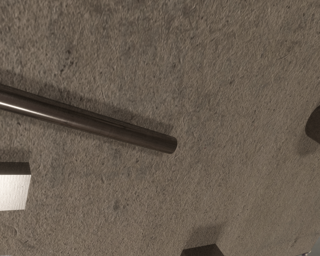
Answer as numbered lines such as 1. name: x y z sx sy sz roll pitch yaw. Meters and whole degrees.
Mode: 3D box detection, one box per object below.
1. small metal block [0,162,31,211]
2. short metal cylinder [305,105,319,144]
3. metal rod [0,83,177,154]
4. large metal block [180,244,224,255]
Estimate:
1. small metal block: -0.178 0.066 0.351 0.050 0.025 0.050 5 116 -31
2. short metal cylinder: 0.316 -0.004 0.565 0.081 0.050 0.079 -14 125 -21
3. metal rod: -0.101 -0.013 0.344 0.302 0.025 0.025 18 109 -36
4. large metal block: 0.089 0.276 0.594 0.081 0.080 0.050 3 117 -30
